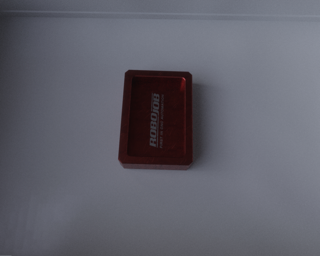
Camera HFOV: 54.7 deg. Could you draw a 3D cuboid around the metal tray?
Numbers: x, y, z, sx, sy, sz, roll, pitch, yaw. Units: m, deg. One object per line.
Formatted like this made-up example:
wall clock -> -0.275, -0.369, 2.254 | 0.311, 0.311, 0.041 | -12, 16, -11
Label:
metal tray -> -0.004, -0.012, 0.408 | 0.091, 0.030, 0.130 | 2, 70, 0
